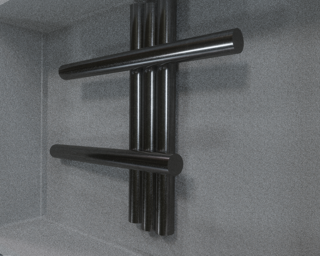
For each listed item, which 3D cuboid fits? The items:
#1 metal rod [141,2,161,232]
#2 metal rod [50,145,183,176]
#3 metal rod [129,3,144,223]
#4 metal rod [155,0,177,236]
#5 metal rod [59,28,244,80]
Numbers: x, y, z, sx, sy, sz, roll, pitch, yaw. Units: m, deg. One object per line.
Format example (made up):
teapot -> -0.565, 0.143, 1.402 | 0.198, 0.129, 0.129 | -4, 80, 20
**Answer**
metal rod -> -0.011, -0.014, 0.415 | 0.025, 0.025, 0.298 | 1, 91, 40
metal rod -> -0.085, 0.041, 0.452 | 0.300, 0.025, 0.025 | 0, 90, 47
metal rod -> -0.030, -0.020, 0.431 | 0.025, 0.025, 0.298 | 1, 91, 40
metal rod -> 0.008, -0.014, 0.398 | 0.025, 0.025, 0.298 | 1, 91, 40
metal rod -> -0.037, -0.088, 0.403 | 0.300, 0.025, 0.025 | 1, 91, 40
